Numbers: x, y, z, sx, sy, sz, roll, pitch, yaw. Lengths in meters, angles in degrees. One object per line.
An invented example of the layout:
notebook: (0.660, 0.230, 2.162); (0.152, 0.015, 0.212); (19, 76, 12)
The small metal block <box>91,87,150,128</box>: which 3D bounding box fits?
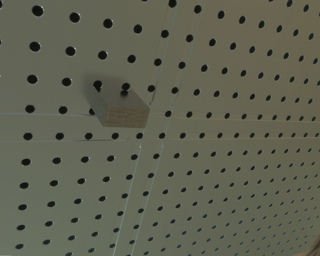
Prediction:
small metal block: (-0.046, -0.023, 0.356); (0.050, 0.050, 0.025); (2, 117, -30)
